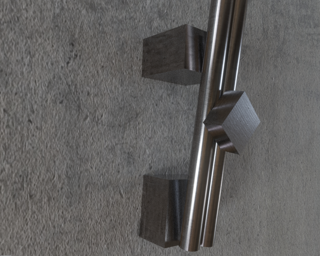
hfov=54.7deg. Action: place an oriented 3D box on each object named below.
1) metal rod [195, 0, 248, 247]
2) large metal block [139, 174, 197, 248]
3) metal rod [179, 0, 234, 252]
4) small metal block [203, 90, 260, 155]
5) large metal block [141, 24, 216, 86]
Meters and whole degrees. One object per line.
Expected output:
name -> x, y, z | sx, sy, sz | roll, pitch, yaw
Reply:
metal rod -> 0.073, -0.007, 0.372 | 0.025, 0.025, 0.298 | 4, 95, -40
large metal block -> 0.023, 0.104, 0.408 | 0.081, 0.050, 0.080 | 6, 86, -40
metal rod -> 0.053, -0.008, 0.355 | 0.025, 0.025, 0.298 | 4, 95, -40
small metal block -> 0.082, -0.007, 0.347 | 0.050, 0.025, 0.050 | -53, 126, -20
large metal block -> 0.033, -0.088, 0.398 | 0.081, 0.080, 0.050 | 4, 88, -40
